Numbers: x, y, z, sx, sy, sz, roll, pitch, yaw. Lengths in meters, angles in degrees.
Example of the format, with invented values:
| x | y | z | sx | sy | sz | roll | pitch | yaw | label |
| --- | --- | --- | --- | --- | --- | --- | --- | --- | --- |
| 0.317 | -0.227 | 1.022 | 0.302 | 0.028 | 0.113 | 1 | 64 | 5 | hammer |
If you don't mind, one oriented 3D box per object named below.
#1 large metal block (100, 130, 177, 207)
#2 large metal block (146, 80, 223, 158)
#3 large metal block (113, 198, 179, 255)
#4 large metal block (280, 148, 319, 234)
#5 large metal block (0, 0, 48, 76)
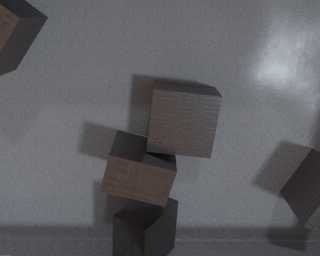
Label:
| x | y | z | sx | sy | sz | roll | pitch | yaw | label |
| --- | --- | --- | --- | --- | --- | --- | --- | --- | --- |
| -0.026 | 0.049 | 0.400 | 0.080 | 0.080 | 0.050 | 15 | 110 | -6 | large metal block |
| 0.028 | -0.012 | 0.394 | 0.081 | 0.050 | 0.079 | 6 | 110 | -3 | large metal block |
| -0.019 | 0.144 | 0.427 | 0.050 | 0.081 | 0.079 | 15 | 112 | 29 | large metal block |
| 0.219 | 0.086 | 0.416 | 0.050 | 0.080 | 0.080 | 26 | 108 | -9 | large metal block |
| -0.179 | -0.104 | 0.342 | 0.050 | 0.080 | 0.080 | 36 | 106 | -12 | large metal block |
